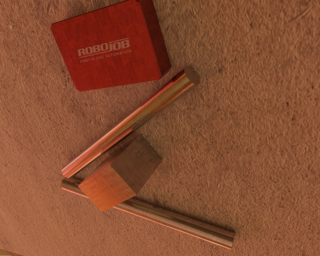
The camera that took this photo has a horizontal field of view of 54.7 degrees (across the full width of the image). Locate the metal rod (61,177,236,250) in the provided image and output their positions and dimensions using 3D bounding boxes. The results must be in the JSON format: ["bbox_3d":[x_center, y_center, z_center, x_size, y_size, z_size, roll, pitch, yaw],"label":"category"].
[{"bbox_3d":[-0.030,0.131,0.502,0.301,0.025,0.025,14,124,20],"label":"metal rod"}]

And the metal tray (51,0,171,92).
[{"bbox_3d":[-0.060,-0.097,0.374,0.130,0.030,0.089,-4,117,29],"label":"metal tray"}]

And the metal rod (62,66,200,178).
[{"bbox_3d":[-0.060,0.008,0.441,0.299,0.025,0.025,-35,99,38],"label":"metal rod"}]

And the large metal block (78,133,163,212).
[{"bbox_3d":[-0.054,0.063,0.437,0.080,0.080,0.050,-34,100,38],"label":"large metal block"}]
